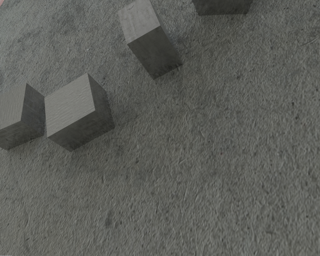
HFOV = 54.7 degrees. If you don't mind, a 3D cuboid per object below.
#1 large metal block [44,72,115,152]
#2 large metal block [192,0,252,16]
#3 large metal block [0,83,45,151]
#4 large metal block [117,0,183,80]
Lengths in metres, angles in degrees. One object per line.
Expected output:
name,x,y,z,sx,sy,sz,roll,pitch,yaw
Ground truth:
large metal block,-0.122,-0.023,0.467,0.080,0.050,0.080,-28,52,10
large metal block,0.100,-0.221,0.471,0.080,0.050,0.080,11,67,32
large metal block,-0.245,-0.019,0.528,0.080,0.050,0.080,-21,54,16
large metal block,-0.014,-0.133,0.458,0.050,0.080,0.080,-27,53,12
